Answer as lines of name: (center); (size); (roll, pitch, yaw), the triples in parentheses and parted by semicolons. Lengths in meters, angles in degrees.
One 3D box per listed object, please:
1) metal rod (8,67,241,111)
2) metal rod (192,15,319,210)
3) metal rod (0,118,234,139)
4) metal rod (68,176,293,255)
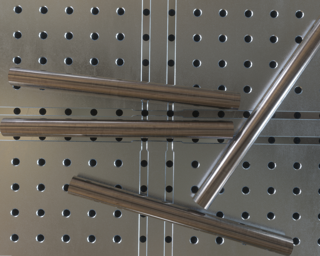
metal rod: (-0.046, -0.052, 0.413); (0.302, 0.025, 0.025); (6, 90, 0)
metal rod: (0.139, -0.022, 0.414); (0.025, 0.025, 0.299); (35, 90, 0)
metal rod: (-0.055, 0.001, 0.412); (0.302, 0.025, 0.025); (1, 90, 0)
metal rod: (0.027, 0.117, 0.413); (0.301, 0.025, 0.025); (16, 90, 0)
